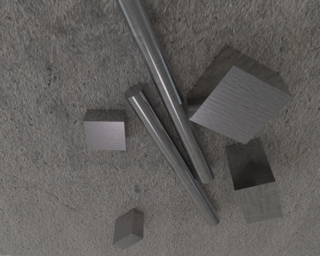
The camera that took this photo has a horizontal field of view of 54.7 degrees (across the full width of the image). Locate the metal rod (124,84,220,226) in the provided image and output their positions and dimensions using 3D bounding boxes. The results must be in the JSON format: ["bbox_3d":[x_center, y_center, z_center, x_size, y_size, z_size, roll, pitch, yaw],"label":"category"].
[{"bbox_3d":[0.031,0.059,0.457,0.025,0.025,0.299,-20,128,16],"label":"metal rod"}]

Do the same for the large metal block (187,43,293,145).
[{"bbox_3d":[0.088,-0.037,0.360,0.080,0.050,0.080,23,126,-19],"label":"large metal block"}]

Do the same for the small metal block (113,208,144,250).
[{"bbox_3d":[-0.054,0.176,0.540,0.025,0.050,0.050,36,121,-27],"label":"small metal block"}]

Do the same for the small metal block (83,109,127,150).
[{"bbox_3d":[-0.070,0.003,0.409,0.050,0.025,0.050,1,130,-1],"label":"small metal block"}]

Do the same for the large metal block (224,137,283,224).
[{"bbox_3d":[0.131,0.074,0.436,0.050,0.080,0.080,-16,128,13],"label":"large metal block"}]

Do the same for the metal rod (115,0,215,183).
[{"bbox_3d":[0.017,-0.032,0.380,0.025,0.025,0.299,-16,129,13],"label":"metal rod"}]
